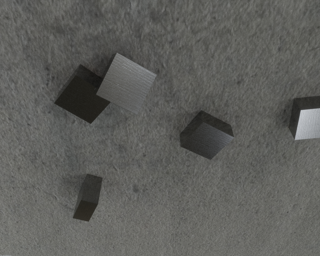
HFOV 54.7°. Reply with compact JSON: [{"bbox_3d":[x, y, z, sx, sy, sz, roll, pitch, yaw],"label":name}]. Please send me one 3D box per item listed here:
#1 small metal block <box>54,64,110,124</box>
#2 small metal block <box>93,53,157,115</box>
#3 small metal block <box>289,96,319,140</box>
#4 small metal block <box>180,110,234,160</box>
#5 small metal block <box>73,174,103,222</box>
[{"bbox_3d":[-0.089,-0.040,0.372,0.050,0.025,0.050,32,123,-25],"label":"small metal block"},{"bbox_3d":[-0.040,-0.049,0.349,0.050,0.025,0.050,26,89,-21],"label":"small metal block"},{"bbox_3d":[0.199,-0.013,0.399,0.050,0.025,0.050,-6,130,4],"label":"small metal block"},{"bbox_3d":[0.062,0.011,0.417,0.050,0.025,0.050,25,126,-20],"label":"small metal block"},{"bbox_3d":[-0.112,0.108,0.482,0.025,0.050,0.050,19,128,-16],"label":"small metal block"}]
